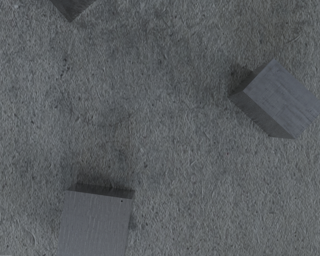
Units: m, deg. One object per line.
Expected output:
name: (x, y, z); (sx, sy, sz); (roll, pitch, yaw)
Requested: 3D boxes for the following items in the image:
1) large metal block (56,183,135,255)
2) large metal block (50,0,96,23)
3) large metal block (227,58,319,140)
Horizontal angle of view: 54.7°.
large metal block: (-0.079, 0.119, 0.397); (0.080, 0.050, 0.080); (8, 90, 0)
large metal block: (-0.130, -0.189, 0.381); (0.050, 0.080, 0.080); (-41, 90, 0)
large metal block: (0.138, -0.033, 0.383); (0.080, 0.080, 0.050); (43, 90, 0)
